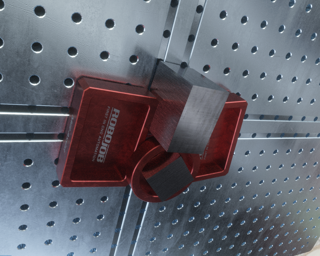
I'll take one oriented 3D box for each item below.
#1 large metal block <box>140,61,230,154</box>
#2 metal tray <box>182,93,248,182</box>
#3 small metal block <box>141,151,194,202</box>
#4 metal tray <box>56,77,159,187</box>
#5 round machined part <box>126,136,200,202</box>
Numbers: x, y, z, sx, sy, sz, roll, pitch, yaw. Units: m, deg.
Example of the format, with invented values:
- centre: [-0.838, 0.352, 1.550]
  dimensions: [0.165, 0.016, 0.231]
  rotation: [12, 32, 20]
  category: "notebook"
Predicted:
- centre: [0.025, -0.025, 0.369]
  dimensions: [0.050, 0.080, 0.079]
  rotation: [6, 115, -31]
  category: "large metal block"
- centre: [0.068, 0.016, 0.450]
  dimensions: [0.091, 0.030, 0.129]
  rotation: [-6, 121, -25]
  category: "metal tray"
- centre: [0.009, 0.058, 0.393]
  dimensions: [0.050, 0.025, 0.050]
  rotation: [-34, 129, -6]
  category: "small metal block"
- centre: [-0.065, 0.011, 0.374]
  dimensions: [0.091, 0.030, 0.129]
  rotation: [6, 115, -31]
  category: "metal tray"
- centre: [0.001, 0.048, 0.414]
  dimensions: [0.099, 0.042, 0.097]
  rotation: [-14, 124, -21]
  category: "round machined part"
